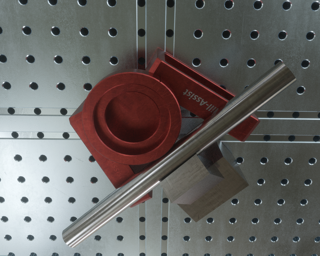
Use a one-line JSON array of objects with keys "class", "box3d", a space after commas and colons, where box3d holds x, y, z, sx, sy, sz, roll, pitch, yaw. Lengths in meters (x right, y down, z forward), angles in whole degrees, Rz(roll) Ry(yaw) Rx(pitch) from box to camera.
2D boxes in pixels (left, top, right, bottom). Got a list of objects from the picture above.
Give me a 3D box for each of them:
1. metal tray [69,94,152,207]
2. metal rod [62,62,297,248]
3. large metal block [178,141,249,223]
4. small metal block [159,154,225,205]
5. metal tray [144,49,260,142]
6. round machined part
[{"class": "metal tray", "box3d": [-0.054, 0.022, 0.386, 0.030, 0.090, 0.130, -28, 108, 9]}, {"class": "metal rod", "box3d": [0.009, 0.037, 0.331, 0.300, 0.025, 0.025, -39, 106, 12]}, {"class": "large metal block", "box3d": [0.058, 0.061, 0.404, 0.080, 0.080, 0.050, -39, 106, 13]}, {"class": "small metal block", "box3d": [0.036, 0.057, 0.334, 0.050, 0.050, 0.025, -41, 61, 13]}, {"class": "metal tray", "box3d": [0.045, -0.042, 0.363, 0.131, 0.090, 0.030, 30, 108, -11]}, {"class": "round machined part", "box3d": [-0.028, -0.014, 0.325, 0.099, 0.042, 0.097, 0, 110, -1]}]
